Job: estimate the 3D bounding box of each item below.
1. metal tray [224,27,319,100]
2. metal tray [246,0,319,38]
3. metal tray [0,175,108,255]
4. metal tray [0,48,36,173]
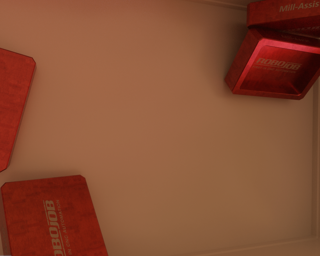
[{"bbox_3d":[0.170,-0.087,0.443,0.131,0.030,0.089,2,133,-21],"label":"metal tray"},{"bbox_3d":[0.191,-0.145,0.412,0.090,0.130,0.030,3,88,-61],"label":"metal tray"},{"bbox_3d":[-0.108,0.115,0.318,0.091,0.030,0.130,0,54,-39],"label":"metal tray"},{"bbox_3d":[-0.197,-0.025,0.335,0.091,0.030,0.129,15,85,-20],"label":"metal tray"}]
